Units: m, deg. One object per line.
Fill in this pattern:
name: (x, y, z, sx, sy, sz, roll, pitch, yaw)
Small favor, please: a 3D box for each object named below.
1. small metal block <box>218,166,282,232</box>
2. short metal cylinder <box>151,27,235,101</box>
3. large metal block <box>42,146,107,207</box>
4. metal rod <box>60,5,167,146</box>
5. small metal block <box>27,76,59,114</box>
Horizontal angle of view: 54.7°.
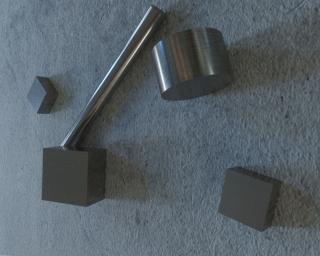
small metal block: (0.094, 0.073, 0.326, 0.050, 0.025, 0.050, 17, 101, 38)
short metal cylinder: (0.035, -0.066, 0.339, 0.080, 0.081, 0.050, -20, 78, 38)
large metal block: (-0.132, 0.071, 0.480, 0.080, 0.050, 0.079, 3, 92, 21)
metal rod: (-0.087, -0.052, 0.473, 0.298, 0.025, 0.025, -50, 61, 28)
small metal block: (-0.222, -0.062, 0.584, 0.050, 0.025, 0.050, 50, 119, 28)
